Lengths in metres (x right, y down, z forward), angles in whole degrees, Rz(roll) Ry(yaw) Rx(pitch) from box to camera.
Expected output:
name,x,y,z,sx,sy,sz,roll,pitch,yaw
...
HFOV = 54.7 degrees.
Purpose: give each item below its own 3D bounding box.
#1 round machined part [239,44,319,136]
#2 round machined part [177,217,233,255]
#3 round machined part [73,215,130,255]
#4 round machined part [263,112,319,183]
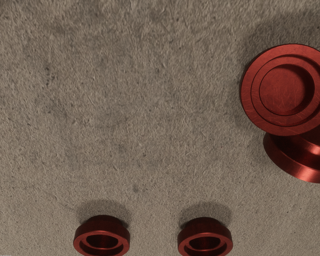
name,x,y,z,sx,sy,sz,roll,pitch,yaw
round machined part,0.138,-0.043,0.344,0.098,0.042,0.097,2,103,9
round machined part,0.081,0.200,0.568,0.099,0.042,0.097,-1,130,0
round machined part,-0.103,0.194,0.560,0.099,0.042,0.097,-1,130,0
round machined part,0.181,0.016,0.376,0.099,0.098,0.042,7,130,-6
